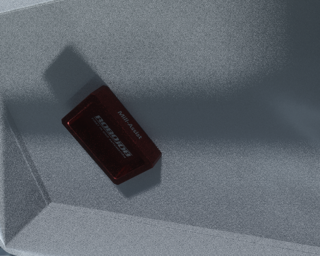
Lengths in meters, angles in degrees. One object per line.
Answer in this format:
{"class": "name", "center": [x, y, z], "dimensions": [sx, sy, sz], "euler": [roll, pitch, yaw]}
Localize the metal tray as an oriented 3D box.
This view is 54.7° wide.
{"class": "metal tray", "center": [-0.071, 0.014, 0.449], "dimensions": [0.090, 0.030, 0.130], "euler": [-32, 101, 37]}
